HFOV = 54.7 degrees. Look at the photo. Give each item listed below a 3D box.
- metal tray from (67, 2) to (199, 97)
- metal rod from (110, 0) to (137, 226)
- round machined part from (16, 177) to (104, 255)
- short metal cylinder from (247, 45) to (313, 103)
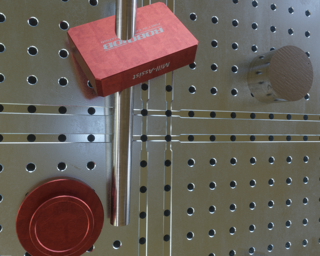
[{"bbox_3d":[-0.032,-0.099,0.372,0.131,0.030,0.090,-24,62,-19],"label":"metal tray"},{"bbox_3d":[-0.045,-0.028,0.376,0.025,0.025,0.298,0,97,-20],"label":"metal rod"},{"bbox_3d":[-0.114,0.109,0.362,0.099,0.042,0.097,0,90,-20],"label":"round machined part"},{"bbox_3d":[0.179,-0.078,0.465,0.081,0.050,0.080,0,90,-20],"label":"short metal cylinder"}]
